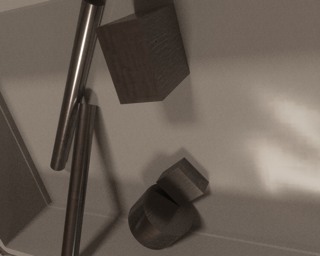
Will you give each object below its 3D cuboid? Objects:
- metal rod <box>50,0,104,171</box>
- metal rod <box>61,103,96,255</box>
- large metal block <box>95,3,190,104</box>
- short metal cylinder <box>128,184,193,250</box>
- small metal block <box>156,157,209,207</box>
[{"bbox_3d":[-0.127,-0.041,0.448,0.025,0.025,0.298,31,128,7],"label":"metal rod"},{"bbox_3d":[-0.123,0.113,0.452,0.025,0.025,0.298,9,94,23],"label":"metal rod"},{"bbox_3d":[-0.013,-0.080,0.330,0.050,0.080,0.080,-2,117,29],"label":"large metal block"},{"bbox_3d":[0.001,0.128,0.451,0.080,0.080,0.050,38,129,2],"label":"short metal cylinder"},{"bbox_3d":[0.032,0.077,0.438,0.050,0.025,0.050,46,129,-4],"label":"small metal block"}]
